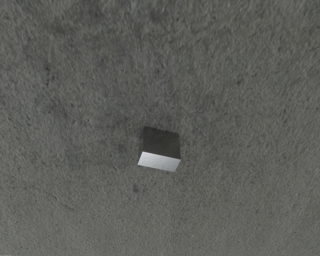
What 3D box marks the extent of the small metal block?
[{"bbox_3d":[-0.001,0.028,0.414,0.050,0.050,0.025,13,129,-12],"label":"small metal block"}]
